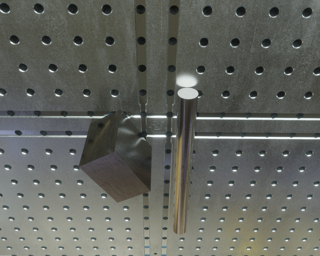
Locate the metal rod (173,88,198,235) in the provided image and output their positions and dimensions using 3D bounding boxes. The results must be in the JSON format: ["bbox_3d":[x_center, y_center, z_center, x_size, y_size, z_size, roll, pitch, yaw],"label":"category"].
[{"bbox_3d":[0.035,0.071,0.472,0.025,0.025,0.298,-1,130,0],"label":"metal rod"}]

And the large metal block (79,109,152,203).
[{"bbox_3d":[-0.053,0.037,0.406,0.050,0.080,0.080,-23,127,18],"label":"large metal block"}]
